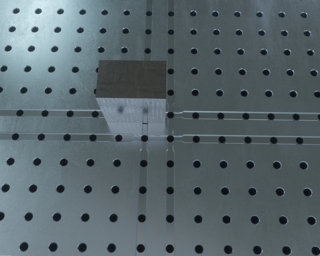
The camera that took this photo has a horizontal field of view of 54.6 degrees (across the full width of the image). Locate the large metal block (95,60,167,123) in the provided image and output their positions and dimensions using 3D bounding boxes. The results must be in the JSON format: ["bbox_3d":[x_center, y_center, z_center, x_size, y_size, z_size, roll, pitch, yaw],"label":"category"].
[{"bbox_3d":[-0.033,-0.044,0.398,0.080,0.080,0.050,1,70,0],"label":"large metal block"}]
